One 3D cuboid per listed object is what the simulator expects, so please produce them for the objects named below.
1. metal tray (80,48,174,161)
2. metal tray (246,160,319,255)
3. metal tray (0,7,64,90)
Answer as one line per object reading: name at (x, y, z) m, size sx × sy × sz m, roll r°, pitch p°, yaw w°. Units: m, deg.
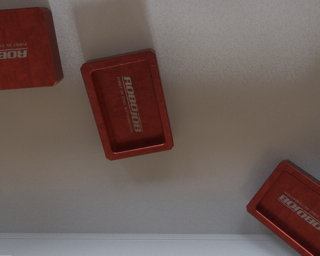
metal tray at (-0.038, -0.028, 0.397) m, size 0.090 × 0.030 × 0.129 m, roll -11°, pitch 110°, yaw 3°
metal tray at (0.197, 0.116, 0.417) m, size 0.130 × 0.030 × 0.090 m, roll 38°, pitch 109°, yaw 23°
metal tray at (-0.192, -0.093, 0.372) m, size 0.131 × 0.030 × 0.089 m, roll -4°, pitch 110°, yaw 1°
